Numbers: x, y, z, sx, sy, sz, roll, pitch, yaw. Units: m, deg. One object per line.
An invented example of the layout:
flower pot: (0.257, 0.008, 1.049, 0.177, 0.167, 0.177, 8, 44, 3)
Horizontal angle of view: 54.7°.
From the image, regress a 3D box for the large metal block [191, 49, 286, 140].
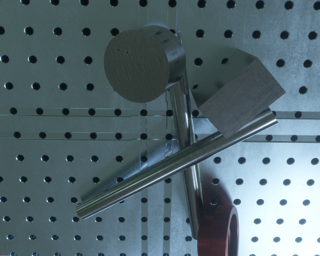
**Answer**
large metal block: (0.087, -0.043, 0.369, 0.080, 0.080, 0.050, -41, 105, 13)

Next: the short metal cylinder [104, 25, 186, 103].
short metal cylinder: (-0.017, -0.074, 0.357, 0.080, 0.050, 0.079, 10, 116, 22)

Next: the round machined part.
round machined part: (0.082, 0.158, 0.438, 0.042, 0.098, 0.097, -1, 112, 23)

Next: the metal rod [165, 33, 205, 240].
metal rod: (0.037, 0.025, 0.422, 0.025, 0.025, 0.298, -9, 110, 3)

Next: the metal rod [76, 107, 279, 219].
metal rod: (0.009, 0.053, 0.410, 0.300, 0.025, 0.025, -29, 108, 19)
